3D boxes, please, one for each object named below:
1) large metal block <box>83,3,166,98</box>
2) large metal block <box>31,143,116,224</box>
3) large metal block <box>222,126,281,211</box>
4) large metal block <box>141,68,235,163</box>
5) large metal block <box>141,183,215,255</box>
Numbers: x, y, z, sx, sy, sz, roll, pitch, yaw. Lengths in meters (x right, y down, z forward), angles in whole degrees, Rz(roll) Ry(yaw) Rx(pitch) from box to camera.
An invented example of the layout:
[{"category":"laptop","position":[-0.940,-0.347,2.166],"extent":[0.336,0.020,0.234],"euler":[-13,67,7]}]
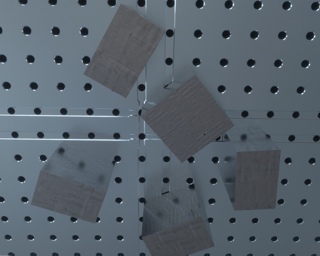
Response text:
[{"category":"large metal block","position":[-0.037,-0.089,0.351],"extent":[0.050,0.080,0.080],"euler":[30,107,-11]},{"category":"large metal block","position":[-0.110,0.070,0.408],"extent":[0.080,0.080,0.050],"euler":[19,109,-8]},{"category":"large metal block","position":[0.114,0.049,0.404],"extent":[0.050,0.080,0.079],"euler":[-3,110,0]},{"category":"large metal block","position":[0.034,-0.017,0.394],"extent":[0.080,0.050,0.080],"euler":[-37,106,12]},{"category":"large metal block","position":[0.023,0.132,0.433],"extent":[0.080,0.080,0.050],"euler":[-22,109,7]}]
